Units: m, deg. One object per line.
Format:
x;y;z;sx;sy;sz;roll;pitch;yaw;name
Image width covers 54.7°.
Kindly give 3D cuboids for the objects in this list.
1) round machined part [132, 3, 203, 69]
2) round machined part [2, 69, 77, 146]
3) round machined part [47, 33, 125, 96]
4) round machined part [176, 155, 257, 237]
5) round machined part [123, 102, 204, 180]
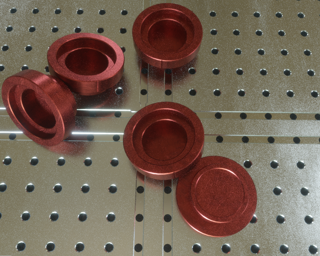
0.010;-0.128;0.450;0.099;0.042;0.098;0;70;-1;round machined part
-0.145;-0.028;0.389;0.098;0.097;0.042;31;43;10;round machined part
-0.099;-0.082;0.421;0.099;0.042;0.098;6;51;-8;round machined part
0.069;0.080;0.374;0.099;0.042;0.098;0;70;-1;round machined part
0.006;0.019;0.389;0.099;0.042;0.098;-3;62;6;round machined part
